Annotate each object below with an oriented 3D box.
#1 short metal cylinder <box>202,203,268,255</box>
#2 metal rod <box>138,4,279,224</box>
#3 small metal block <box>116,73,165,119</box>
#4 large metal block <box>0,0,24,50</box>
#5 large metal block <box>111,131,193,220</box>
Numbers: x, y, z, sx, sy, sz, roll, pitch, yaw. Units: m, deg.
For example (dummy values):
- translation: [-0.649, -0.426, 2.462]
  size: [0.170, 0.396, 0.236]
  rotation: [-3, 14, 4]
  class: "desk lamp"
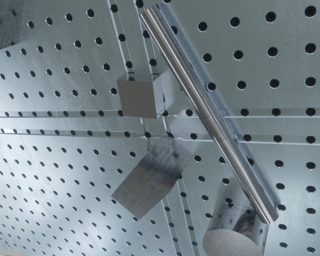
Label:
- translation: [0.106, 0.153, 0.434]
  size: [0.080, 0.050, 0.079]
  rotation: [13, 124, 20]
  class: "short metal cylinder"
- translation: [0.066, -0.006, 0.372]
  size: [0.025, 0.025, 0.299]
  rotation: [-23, 107, 36]
  class: "metal rod"
- translation: [-0.024, -0.041, 0.397]
  size: [0.050, 0.025, 0.050]
  rotation: [7, 122, 24]
  class: "small metal block"
- translation: [-0.237, -0.162, 0.417]
  size: [0.080, 0.050, 0.079]
  rotation: [35, 129, 5]
  class: "large metal block"
- translation: [-0.010, 0.064, 0.419]
  size: [0.050, 0.080, 0.080]
  rotation: [40, 129, 1]
  class: "large metal block"
